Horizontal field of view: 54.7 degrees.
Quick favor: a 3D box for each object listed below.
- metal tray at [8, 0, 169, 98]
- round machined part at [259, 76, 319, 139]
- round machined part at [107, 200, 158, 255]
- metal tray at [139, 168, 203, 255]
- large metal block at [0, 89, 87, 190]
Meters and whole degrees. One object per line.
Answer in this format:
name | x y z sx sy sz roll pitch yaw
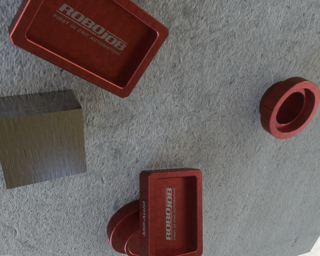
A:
metal tray | -0.066 -0.096 0.308 0.131 0.030 0.090 25 105 -37
round machined part | 0.196 -0.035 0.484 0.099 0.042 0.097 -14 125 -21
round machined part | -0.029 0.161 0.481 0.099 0.042 0.097 -14 125 -21
metal tray | 0.017 0.126 0.452 0.091 0.030 0.129 1 87 -30
large metal block | -0.126 0.010 0.328 0.081 0.050 0.079 -10 123 -23
